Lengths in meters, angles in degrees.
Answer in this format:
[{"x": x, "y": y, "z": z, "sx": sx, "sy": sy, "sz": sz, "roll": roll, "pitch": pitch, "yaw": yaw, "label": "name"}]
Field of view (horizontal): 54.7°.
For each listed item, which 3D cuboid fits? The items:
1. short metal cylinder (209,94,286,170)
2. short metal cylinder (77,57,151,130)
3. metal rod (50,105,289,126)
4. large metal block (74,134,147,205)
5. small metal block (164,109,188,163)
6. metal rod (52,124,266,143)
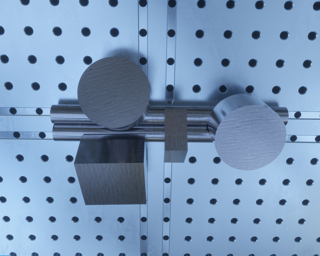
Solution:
[{"x": 0.102, "y": 0.004, "z": 0.372, "sx": 0.081, "sy": 0.050, "sz": 0.079, "roll": 0, "pitch": 110, "yaw": 0, "label": "short metal cylinder"}, {"x": -0.051, "y": -0.038, "z": 0.366, "sx": 0.081, "sy": 0.050, "sz": 0.080, "roll": 0, "pitch": 86, "yaw": -1, "label": "short metal cylinder"}, {"x": 0.013, "y": -0.017, "z": 0.404, "sx": 0.302, "sy": 0.025, "sz": 0.025, "roll": 1, "pitch": 110, "yaw": -1, "label": "metal rod"}, {"x": -0.059, "y": 0.055, "z": 0.401, "sx": 0.081, "sy": 0.050, "sz": 0.079, "roll": -1, "pitch": 130, "yaw": 0, "label": "large metal block"}, {"x": 0.018, "y": 0.011, "z": 0.370, "sx": 0.025, "sy": 0.050, "sz": 0.050, "roll": 1, "pitch": 68, "yaw": -1, "label": "small metal block"}, {"x": 0.012, "y": 0.007, "z": 0.412, "sx": 0.302, "sy": 0.025, "sz": 0.025, "roll": 1, "pitch": 110, "yaw": -1, "label": "metal rod"}]
